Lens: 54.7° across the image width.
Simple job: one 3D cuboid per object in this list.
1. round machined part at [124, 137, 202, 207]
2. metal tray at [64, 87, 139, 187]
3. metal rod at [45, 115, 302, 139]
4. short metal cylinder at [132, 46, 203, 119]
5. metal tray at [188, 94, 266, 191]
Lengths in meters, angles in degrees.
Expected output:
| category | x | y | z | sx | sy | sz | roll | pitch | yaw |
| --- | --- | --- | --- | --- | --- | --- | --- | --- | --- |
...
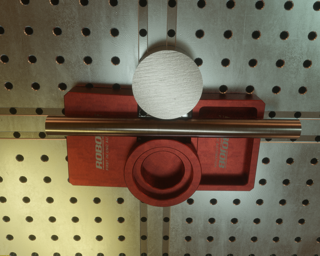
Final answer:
| category | x | y | z | sx | sy | sz | roll | pitch | yaw |
| --- | --- | --- | --- | --- | --- | --- | --- | --- | --- |
| round machined part | 0.004 | 0.051 | 0.409 | 0.099 | 0.042 | 0.097 | 0 | 110 | 0 |
| metal tray | -0.074 | 0.014 | 0.410 | 0.091 | 0.030 | 0.129 | 2 | 110 | -1 |
| metal rod | 0.017 | -0.001 | 0.377 | 0.302 | 0.025 | 0.025 | 1 | 110 | -1 |
| short metal cylinder | 0.009 | -0.056 | 0.375 | 0.081 | 0.050 | 0.079 | 0 | 110 | 0 |
| metal tray | 0.084 | 0.021 | 0.415 | 0.091 | 0.030 | 0.129 | 1 | 110 | -1 |
